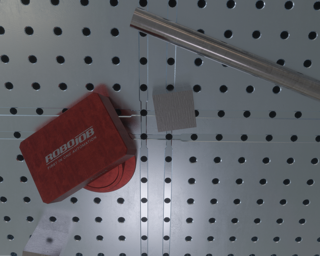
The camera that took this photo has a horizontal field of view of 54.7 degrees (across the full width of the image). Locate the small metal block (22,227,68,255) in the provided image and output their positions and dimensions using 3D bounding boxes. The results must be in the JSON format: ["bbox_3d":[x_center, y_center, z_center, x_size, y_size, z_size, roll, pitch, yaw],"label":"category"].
[{"bbox_3d":[-0.171,0.180,0.465,0.050,0.050,0.025,13,110,-5],"label":"small metal block"}]

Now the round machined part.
[{"bbox_3d":[-0.082,0.047,0.421,0.099,0.042,0.097,0,110,0],"label":"round machined part"}]

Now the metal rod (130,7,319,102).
[{"bbox_3d":[0.109,-0.081,0.384,0.302,0.025,0.025,19,109,-7],"label":"metal rod"}]

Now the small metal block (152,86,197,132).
[{"bbox_3d":[0.019,-0.025,0.404,0.050,0.025,0.050,-8,110,2],"label":"small metal block"}]

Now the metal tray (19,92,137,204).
[{"bbox_3d":[-0.107,0.026,0.396,0.130,0.030,0.090,-32,76,11],"label":"metal tray"}]
